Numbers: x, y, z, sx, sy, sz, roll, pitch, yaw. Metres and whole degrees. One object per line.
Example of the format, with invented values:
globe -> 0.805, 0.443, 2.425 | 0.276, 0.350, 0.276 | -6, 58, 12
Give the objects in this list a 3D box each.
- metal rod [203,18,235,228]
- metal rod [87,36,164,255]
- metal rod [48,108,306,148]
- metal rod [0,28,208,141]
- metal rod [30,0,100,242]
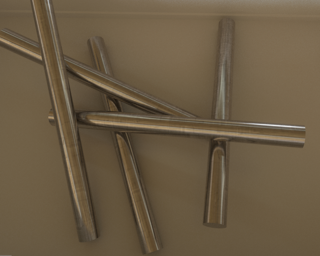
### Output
metal rod -> 0.079, -0.027, 0.397 | 0.025, 0.025, 0.300 | 8, 62, 3
metal rod -> -0.051, 0.008, 0.406 | 0.025, 0.025, 0.299 | -16, 71, -6
metal rod -> 0.007, -0.003, 0.368 | 0.301, 0.025, 0.025 | 5, 70, 14
metal rod -> -0.063, -0.054, 0.401 | 0.301, 0.025, 0.025 | 24, 72, -3
metal rod -> -0.114, -0.017, 0.369 | 0.025, 0.025, 0.298 | -12, 88, -5
